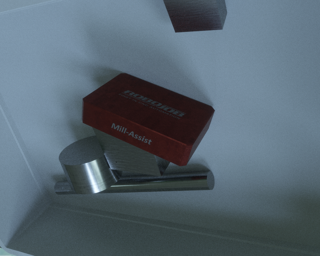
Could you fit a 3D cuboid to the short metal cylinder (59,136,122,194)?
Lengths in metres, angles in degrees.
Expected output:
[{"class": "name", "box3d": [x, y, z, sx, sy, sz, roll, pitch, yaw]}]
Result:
[{"class": "short metal cylinder", "box3d": [-0.101, 0.052, 0.457, 0.080, 0.080, 0.050, 2, 119, 27]}]

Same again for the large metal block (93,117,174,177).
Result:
[{"class": "large metal block", "box3d": [-0.032, 0.013, 0.408, 0.080, 0.050, 0.080, 3, 127, 29]}]

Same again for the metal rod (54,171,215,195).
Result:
[{"class": "metal rod", "box3d": [-0.058, 0.090, 0.493, 0.300, 0.025, 0.025, -9, 114, 31]}]

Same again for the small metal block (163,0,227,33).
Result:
[{"class": "small metal block", "box3d": [0.034, -0.122, 0.301, 0.050, 0.025, 0.050, 4, 149, 25]}]

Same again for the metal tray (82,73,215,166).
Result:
[{"class": "metal tray", "box3d": [-0.012, -0.016, 0.361, 0.130, 0.090, 0.030, 23, 127, 14]}]
